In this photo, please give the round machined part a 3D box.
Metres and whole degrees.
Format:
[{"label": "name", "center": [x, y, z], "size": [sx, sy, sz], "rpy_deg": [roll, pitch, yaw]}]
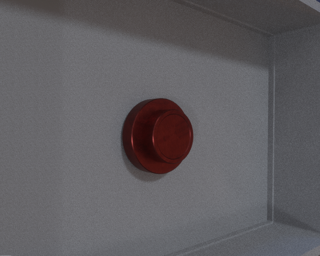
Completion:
[{"label": "round machined part", "center": [0.005, 0.010, 0.397], "size": [0.099, 0.042, 0.097], "rpy_deg": [0, 90, -40]}]
